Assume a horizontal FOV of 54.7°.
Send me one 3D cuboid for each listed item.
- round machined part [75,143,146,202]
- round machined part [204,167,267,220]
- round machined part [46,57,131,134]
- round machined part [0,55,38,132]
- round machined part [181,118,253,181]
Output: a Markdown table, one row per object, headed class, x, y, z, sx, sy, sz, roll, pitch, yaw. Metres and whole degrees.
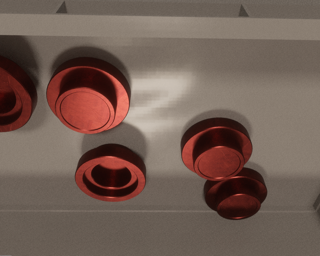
| class | x | y | z | sx | sy | sz | roll | pitch | yaw |
| --- | --- | --- | --- | --- | --- | --- | --- | --- | --- |
| round machined part | -0.069 | 0.060 | 0.449 | 0.099 | 0.042 | 0.097 | -1 | 130 | 0 |
| round machined part | 0.121 | 0.110 | 0.494 | 0.099 | 0.042 | 0.097 | -1 | 130 | 0 |
| round machined part | -0.086 | -0.031 | 0.370 | 0.099 | 0.042 | 0.097 | -1 | 130 | 0 |
| round machined part | -0.192 | -0.045 | 0.357 | 0.099 | 0.042 | 0.097 | -1 | 130 | 0 |
| round machined part | 0.079 | 0.036 | 0.430 | 0.099 | 0.042 | 0.097 | -1 | 130 | 0 |
